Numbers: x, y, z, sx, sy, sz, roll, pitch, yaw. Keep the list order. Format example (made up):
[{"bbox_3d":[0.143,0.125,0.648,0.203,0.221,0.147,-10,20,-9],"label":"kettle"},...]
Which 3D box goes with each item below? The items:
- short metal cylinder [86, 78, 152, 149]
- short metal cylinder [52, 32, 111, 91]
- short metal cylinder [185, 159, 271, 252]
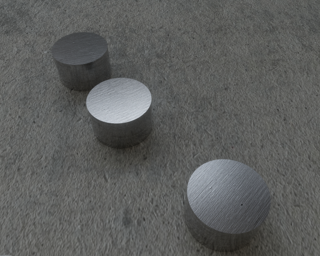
[{"bbox_3d":[-0.051,-0.020,0.403,0.080,0.050,0.080,0,50,0],"label":"short metal cylinder"},{"bbox_3d":[-0.117,-0.102,0.472,0.080,0.050,0.080,0,50,0],"label":"short metal cylinder"},{"bbox_3d":[0.067,0.079,0.320,0.080,0.050,0.080,0,50,0],"label":"short metal cylinder"}]
